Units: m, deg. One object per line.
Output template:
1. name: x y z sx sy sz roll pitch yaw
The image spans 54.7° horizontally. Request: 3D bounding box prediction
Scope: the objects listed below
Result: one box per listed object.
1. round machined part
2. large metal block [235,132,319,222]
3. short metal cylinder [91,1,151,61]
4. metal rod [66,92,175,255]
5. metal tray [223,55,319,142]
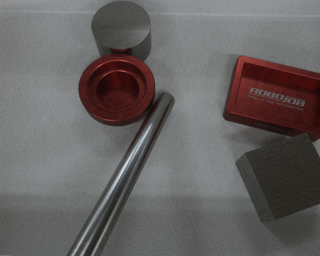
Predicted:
1. round machined part: -0.056 -0.047 0.417 0.099 0.042 0.098 0 70 -1
2. large metal block: 0.150 0.061 0.376 0.081 0.050 0.080 -18 71 -7
3. short metal cylinder: -0.053 -0.133 0.444 0.081 0.050 0.080 0 70 0
4. metal rod: -0.037 0.054 0.317 0.025 0.025 0.301 19 43 7
5. metal tray: 0.160 -0.041 0.423 0.131 0.030 0.090 15 70 5
